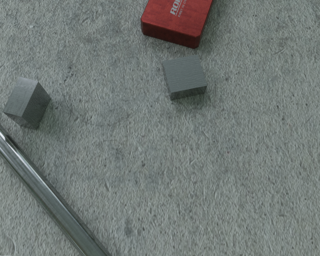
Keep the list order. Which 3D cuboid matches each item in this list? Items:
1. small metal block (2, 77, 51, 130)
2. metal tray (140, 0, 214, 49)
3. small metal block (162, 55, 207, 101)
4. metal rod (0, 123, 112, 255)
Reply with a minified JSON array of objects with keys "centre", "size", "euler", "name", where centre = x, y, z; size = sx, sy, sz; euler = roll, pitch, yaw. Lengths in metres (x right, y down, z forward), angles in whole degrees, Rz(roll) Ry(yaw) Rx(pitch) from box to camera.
[{"centre":[-0.172,-0.031,0.404],"size":[0.025,0.050,0.050],"euler":[15,71,5],"name":"small metal block"},{"centre":[0.034,-0.193,0.476],"size":[0.090,0.030,0.130],"euler":[18,71,6],"name":"metal tray"},{"centre":[0.033,-0.071,0.434],"size":[0.050,0.025,0.050],"euler":[-12,71,-5],"name":"small metal block"},{"centre":[-0.156,0.064,0.382],"size":[0.025,0.025,0.300],"euler":[-42,76,-14],"name":"metal rod"}]
